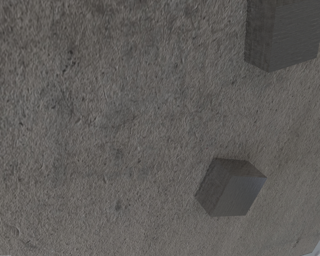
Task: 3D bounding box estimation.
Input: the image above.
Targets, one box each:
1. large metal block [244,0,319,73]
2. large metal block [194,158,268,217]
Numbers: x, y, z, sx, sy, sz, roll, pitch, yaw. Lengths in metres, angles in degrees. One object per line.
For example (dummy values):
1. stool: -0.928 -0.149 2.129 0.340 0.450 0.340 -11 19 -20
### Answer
1. large metal block: 0.159 -0.126 0.399 0.081 0.050 0.079 -19 126 -18
2. large metal block: 0.117 0.099 0.516 0.081 0.050 0.079 8 114 -32
